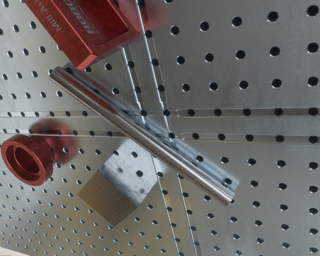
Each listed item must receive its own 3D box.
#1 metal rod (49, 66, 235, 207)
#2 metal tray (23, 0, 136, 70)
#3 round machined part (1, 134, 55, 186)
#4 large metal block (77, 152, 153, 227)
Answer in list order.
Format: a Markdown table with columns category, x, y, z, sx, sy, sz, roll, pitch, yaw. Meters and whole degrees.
| category | x | y | z | sx | sy | sz | roll | pitch | yaw |
| --- | --- | --- | --- | --- | --- | --- | --- | --- | --- |
| metal rod | -0.027 | 0.010 | 0.431 | 0.301 | 0.025 | 0.025 | 36 | 129 | 4 |
| metal tray | -0.093 | -0.135 | 0.334 | 0.030 | 0.090 | 0.130 | -30 | 102 | 38 |
| round machined part | -0.230 | 0.053 | 0.554 | 0.098 | 0.042 | 0.097 | 13 | 124 | 21 |
| large metal block | -0.072 | 0.100 | 0.495 | 0.080 | 0.050 | 0.080 | 42 | 129 | -1 |
